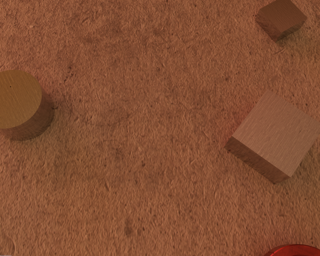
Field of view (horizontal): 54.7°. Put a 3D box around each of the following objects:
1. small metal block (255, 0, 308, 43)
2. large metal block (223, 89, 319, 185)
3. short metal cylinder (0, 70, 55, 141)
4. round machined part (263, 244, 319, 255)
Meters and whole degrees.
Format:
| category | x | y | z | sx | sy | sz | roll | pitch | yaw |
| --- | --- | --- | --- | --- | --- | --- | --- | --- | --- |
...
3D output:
| category | x | y | z | sx | sy | sz | roll | pitch | yaw |
| --- | --- | --- | --- | --- | --- | --- | --- | --- | --- |
| small metal block | 0.183 | -0.166 | 0.471 | 0.050 | 0.025 | 0.050 | -31 | 73 | -11 |
| large metal block | 0.141 | 0.012 | 0.392 | 0.080 | 0.050 | 0.080 | 37 | 74 | 12 |
| short metal cylinder | -0.186 | -0.028 | 0.403 | 0.081 | 0.050 | 0.080 | 0 | 70 | 0 |
| round machined part | 0.149 | 0.178 | 0.336 | 0.099 | 0.042 | 0.098 | 0 | 70 | -1 |
